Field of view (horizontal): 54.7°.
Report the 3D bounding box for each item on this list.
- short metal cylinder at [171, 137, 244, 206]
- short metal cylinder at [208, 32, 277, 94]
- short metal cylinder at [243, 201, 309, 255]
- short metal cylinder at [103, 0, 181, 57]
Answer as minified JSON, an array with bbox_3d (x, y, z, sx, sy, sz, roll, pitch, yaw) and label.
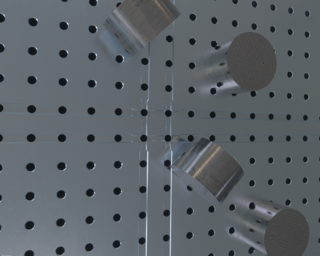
[{"bbox_3d":[0.061,0.057,0.406,0.080,0.080,0.050,45,76,-15],"label":"short metal cylinder"},{"bbox_3d":[0.117,-0.090,0.442,0.081,0.050,0.079,0,90,-20],"label":"short metal cylinder"},{"bbox_3d":[0.173,0.154,0.463,0.081,0.050,0.079,0,90,-20],"label":"short metal cylinder"},{"bbox_3d":[-0.021,-0.131,0.375,0.080,0.080,0.050,-45,104,-14],"label":"short metal cylinder"}]
